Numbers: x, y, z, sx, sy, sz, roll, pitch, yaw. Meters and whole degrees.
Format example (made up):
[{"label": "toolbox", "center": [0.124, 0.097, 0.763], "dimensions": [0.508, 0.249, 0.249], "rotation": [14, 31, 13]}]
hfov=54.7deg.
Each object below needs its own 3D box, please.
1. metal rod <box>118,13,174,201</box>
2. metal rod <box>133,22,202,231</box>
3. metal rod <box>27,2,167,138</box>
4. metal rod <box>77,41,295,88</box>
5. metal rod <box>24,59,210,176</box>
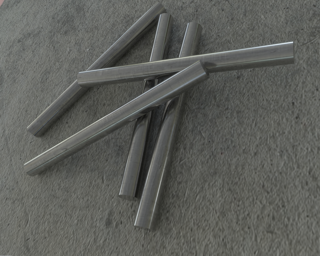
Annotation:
[{"label": "metal rod", "center": [-0.014, -0.047, 0.440], "dimensions": [0.025, 0.025, 0.300], "rotation": [-4, 60, 26]}, {"label": "metal rod", "center": [0.017, -0.020, 0.407], "dimensions": [0.025, 0.025, 0.300], "rotation": [1, 62, 28]}, {"label": "metal rod", "center": [-0.103, -0.099, 0.518], "dimensions": [0.300, 0.025, 0.025], "rotation": [-45, 51, -4]}, {"label": "metal rod", "center": [0.015, -0.079, 0.411], "dimensions": [0.300, 0.025, 0.025], "rotation": [-2, 61, 27]}, {"label": "metal rod", "center": [-0.071, -0.004, 0.418], "dimensions": [0.300, 0.025, 0.025], "rotation": [-28, 52, 20]}]
